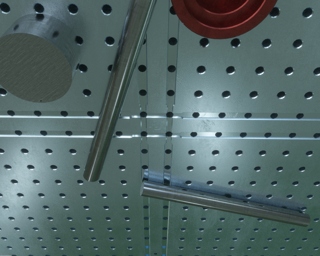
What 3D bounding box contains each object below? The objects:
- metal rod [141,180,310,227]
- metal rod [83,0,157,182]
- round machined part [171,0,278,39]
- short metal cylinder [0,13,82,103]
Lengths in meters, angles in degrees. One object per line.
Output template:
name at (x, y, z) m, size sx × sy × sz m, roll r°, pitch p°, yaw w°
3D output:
metal rod at (0.116, 0.129, 0.522) m, size 0.302 × 0.025 × 0.025 m, roll 13°, pitch 129°, yaw -12°
metal rod at (-0.056, -0.035, 0.380) m, size 0.025 × 0.025 × 0.298 m, roll 14°, pitch 129°, yaw -12°
round machined part at (0.057, -0.136, 0.285) m, size 0.099 × 0.042 × 0.097 m, roll 0°, pitch 130°, yaw 0°
short metal cylinder at (-0.129, -0.074, 0.331) m, size 0.081 × 0.050 × 0.079 m, roll 0°, pitch 130°, yaw 0°
